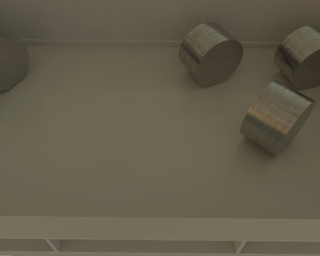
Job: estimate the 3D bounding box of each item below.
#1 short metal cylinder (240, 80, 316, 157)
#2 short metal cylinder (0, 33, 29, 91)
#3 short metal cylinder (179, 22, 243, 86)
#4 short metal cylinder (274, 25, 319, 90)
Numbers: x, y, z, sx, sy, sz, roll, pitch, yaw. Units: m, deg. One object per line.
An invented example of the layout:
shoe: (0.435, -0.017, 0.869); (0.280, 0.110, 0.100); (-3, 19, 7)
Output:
short metal cylinder: (0.144, -0.011, 0.381); (0.050, 0.080, 0.080); (37, 59, 26)
short metal cylinder: (-0.241, -0.100, 0.450); (0.050, 0.080, 0.080); (23, 54, 17)
short metal cylinder: (0.076, -0.109, 0.462); (0.081, 0.080, 0.050); (-21, 54, -17)
short metal cylinder: (0.219, -0.103, 0.459); (0.081, 0.080, 0.050); (-13, 52, -11)
